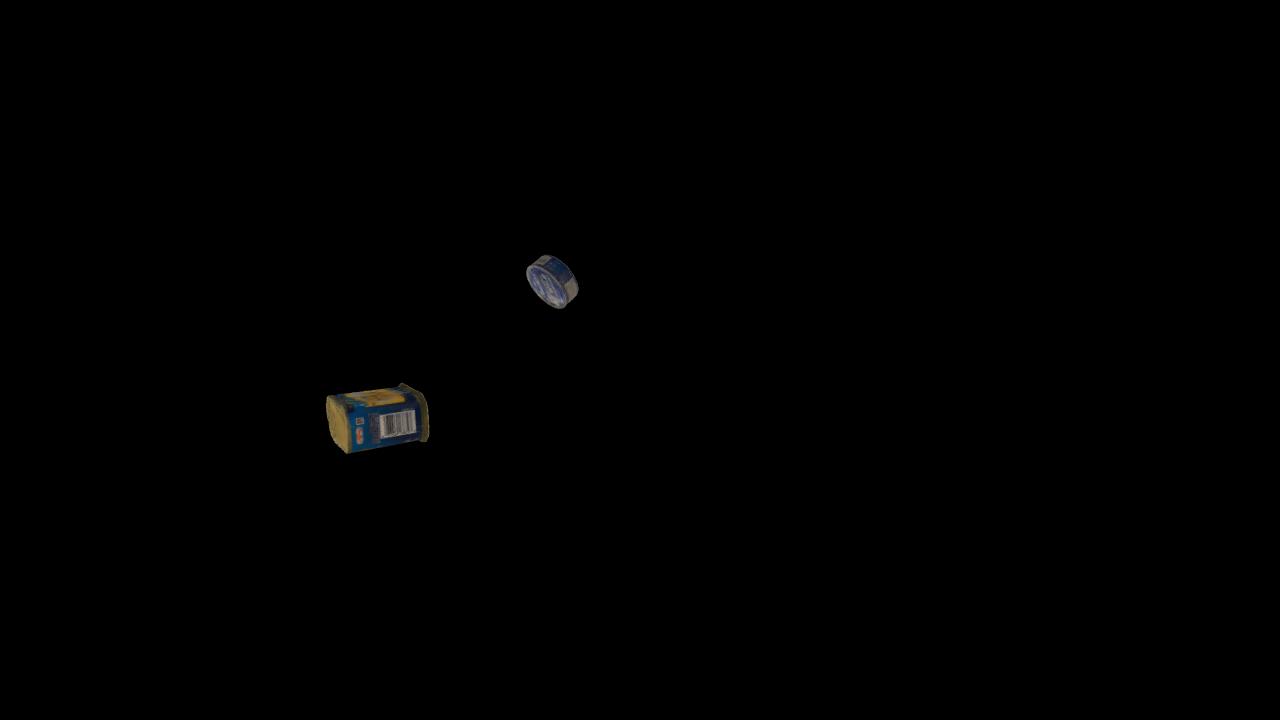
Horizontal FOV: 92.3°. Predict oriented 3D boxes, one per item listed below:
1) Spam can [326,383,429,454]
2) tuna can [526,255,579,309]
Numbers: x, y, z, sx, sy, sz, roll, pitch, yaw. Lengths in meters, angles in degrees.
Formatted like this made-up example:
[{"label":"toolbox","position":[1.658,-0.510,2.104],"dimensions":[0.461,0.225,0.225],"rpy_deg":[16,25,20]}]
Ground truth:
[{"label":"Spam can","position":[-0.297,0.064,0.693],"dimensions":[0.085,0.058,0.101],"rpy_deg":[-8,11,-37]},{"label":"tuna can","position":[-0.137,-0.124,0.968],"dimensions":[0.084,0.084,0.034],"rpy_deg":[0,41,52]}]
